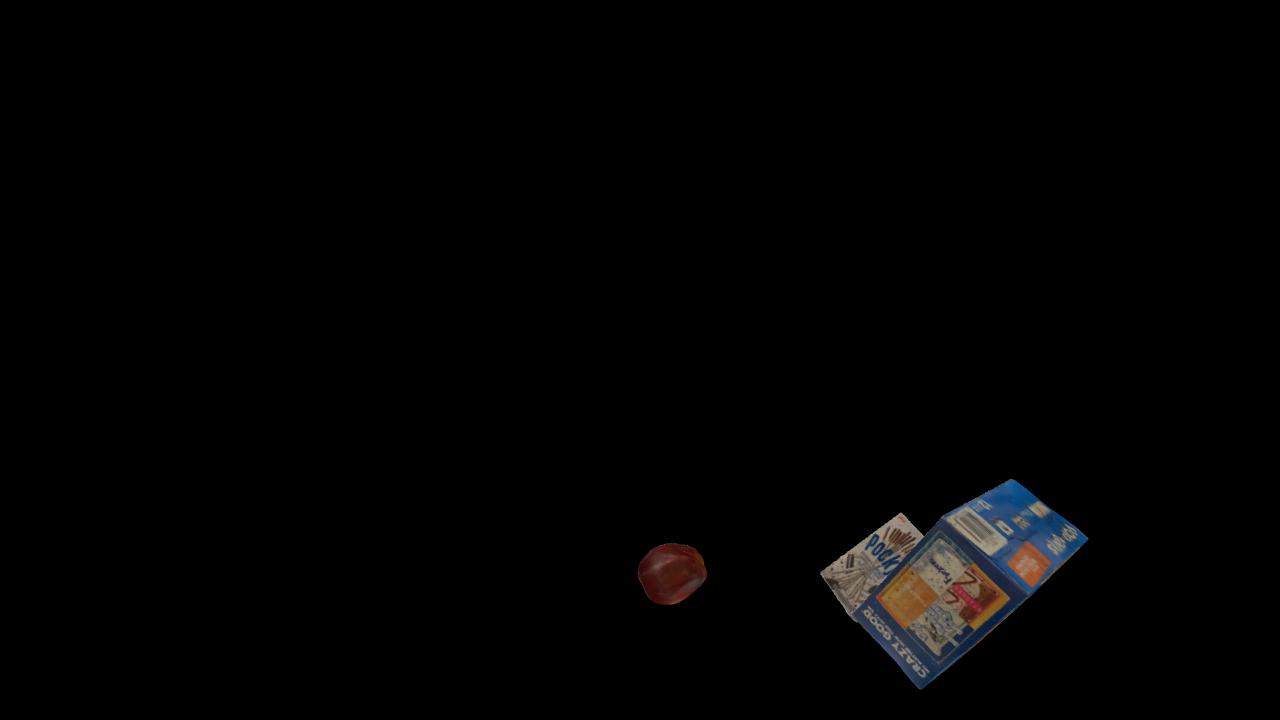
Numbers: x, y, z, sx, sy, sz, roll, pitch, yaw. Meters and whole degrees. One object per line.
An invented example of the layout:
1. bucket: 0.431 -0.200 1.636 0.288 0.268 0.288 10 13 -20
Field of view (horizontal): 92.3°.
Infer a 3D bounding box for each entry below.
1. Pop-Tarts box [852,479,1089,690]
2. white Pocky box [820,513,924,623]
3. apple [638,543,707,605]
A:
1. Pop-Tarts box: 0.303 0.199 0.565 0.167 0.141 0.083 -4 41 -41
2. white Pocky box: 0.347 0.300 0.893 0.028 0.154 0.084 47 6 -33
3. apple: 0.043 0.291 0.840 0.093 0.079 0.079 -27 -8 16
